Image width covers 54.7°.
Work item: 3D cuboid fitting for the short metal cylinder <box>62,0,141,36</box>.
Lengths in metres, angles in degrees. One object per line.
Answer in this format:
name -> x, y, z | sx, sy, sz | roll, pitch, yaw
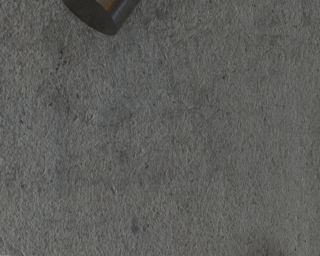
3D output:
short metal cylinder -> -0.069, -0.153, 0.354 | 0.080, 0.080, 0.050 | 36, 79, -17
